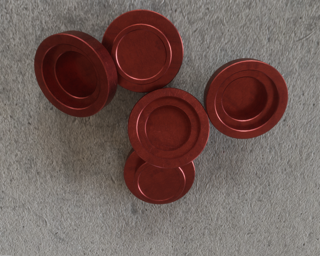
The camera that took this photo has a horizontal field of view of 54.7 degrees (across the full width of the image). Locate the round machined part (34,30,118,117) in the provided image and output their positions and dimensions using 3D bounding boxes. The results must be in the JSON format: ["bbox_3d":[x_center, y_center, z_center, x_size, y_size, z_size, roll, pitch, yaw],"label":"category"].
[{"bbox_3d":[-0.094,-0.065,0.365,0.098,0.042,0.097,10,119,18],"label":"round machined part"}]

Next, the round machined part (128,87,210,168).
[{"bbox_3d":[0.010,0.000,0.391,0.099,0.042,0.097,0,87,-3],"label":"round machined part"}]

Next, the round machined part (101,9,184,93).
[{"bbox_3d":[-0.021,-0.089,0.368,0.099,0.042,0.097,0,110,-1],"label":"round machined part"}]

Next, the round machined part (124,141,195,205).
[{"bbox_3d":[-0.001,0.064,0.425,0.099,0.042,0.097,0,110,-1],"label":"round machined part"}]

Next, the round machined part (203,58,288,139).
[{"bbox_3d":[0.104,-0.039,0.389,0.099,0.042,0.097,0,110,-1],"label":"round machined part"}]
